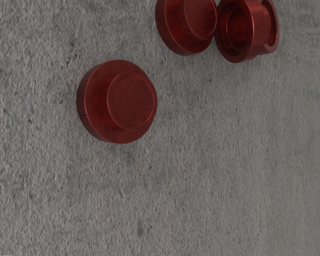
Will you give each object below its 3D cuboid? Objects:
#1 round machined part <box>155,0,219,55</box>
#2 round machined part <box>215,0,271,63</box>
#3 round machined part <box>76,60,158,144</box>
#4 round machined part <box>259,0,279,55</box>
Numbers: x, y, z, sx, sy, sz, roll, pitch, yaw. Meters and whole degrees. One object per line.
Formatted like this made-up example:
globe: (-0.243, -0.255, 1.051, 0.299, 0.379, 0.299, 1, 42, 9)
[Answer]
round machined part: (0.044, -0.153, 0.430, 0.099, 0.042, 0.097, 0, 90, -40)
round machined part: (0.123, -0.148, 0.455, 0.042, 0.098, 0.097, -15, 100, -19)
round machined part: (-0.042, -0.030, 0.358, 0.099, 0.042, 0.097, 0, 90, -40)
round machined part: (0.163, -0.171, 0.522, 0.099, 0.042, 0.097, 4, 85, -49)
